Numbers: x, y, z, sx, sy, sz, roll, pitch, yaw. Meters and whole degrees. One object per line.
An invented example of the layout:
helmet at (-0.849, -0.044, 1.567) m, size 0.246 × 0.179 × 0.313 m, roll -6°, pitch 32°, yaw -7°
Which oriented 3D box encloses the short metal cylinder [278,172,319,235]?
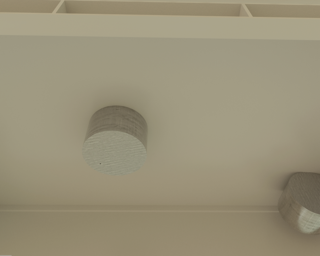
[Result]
short metal cylinder at (0.229, 0.114, 0.474) m, size 0.081 × 0.080 × 0.050 m, roll 3°, pitch 130°, yaw -4°

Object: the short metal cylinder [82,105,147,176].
short metal cylinder at (-0.057, 0.017, 0.407) m, size 0.081 × 0.050 × 0.079 m, roll 0°, pitch 130°, yaw 0°
